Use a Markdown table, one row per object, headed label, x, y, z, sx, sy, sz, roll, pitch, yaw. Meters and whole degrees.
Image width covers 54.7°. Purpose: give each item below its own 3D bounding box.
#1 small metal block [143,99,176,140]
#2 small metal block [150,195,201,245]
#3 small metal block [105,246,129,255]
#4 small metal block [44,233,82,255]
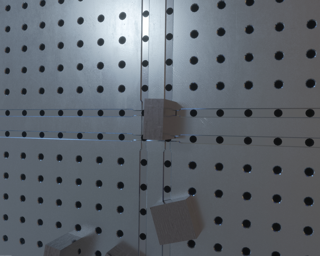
| label | x | y | z | sx | sy | sz | roll | pitch | yaw |
| --- | --- | --- | --- | --- | --- | --- | --- | --- | --- |
| small metal block | 0.000 | -0.011 | 0.398 | 0.025 | 0.050 | 0.050 | 3 | 91 | 20 |
| small metal block | 0.020 | 0.120 | 0.405 | 0.050 | 0.025 | 0.050 | -17 | 84 | 18 |
| small metal block | -0.058 | 0.204 | 0.432 | 0.050 | 0.025 | 0.050 | 27 | 99 | 17 |
| small metal block | -0.143 | 0.187 | 0.448 | 0.025 | 0.050 | 0.050 | 12 | 94 | 19 |
